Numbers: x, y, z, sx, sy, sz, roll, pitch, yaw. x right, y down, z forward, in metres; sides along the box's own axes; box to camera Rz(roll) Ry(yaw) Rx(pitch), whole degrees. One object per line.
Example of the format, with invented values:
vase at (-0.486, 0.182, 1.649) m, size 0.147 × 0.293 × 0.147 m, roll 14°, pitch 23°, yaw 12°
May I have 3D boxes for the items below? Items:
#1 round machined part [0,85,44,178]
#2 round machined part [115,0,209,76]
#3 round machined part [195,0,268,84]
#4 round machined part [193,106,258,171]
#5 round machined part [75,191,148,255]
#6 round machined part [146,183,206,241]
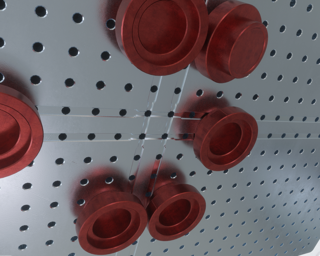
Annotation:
round machined part at (-0.170, 0.000, 0.307) m, size 0.099 × 0.042 × 0.097 m, roll -14°, pitch 124°, yaw -21°
round machined part at (-0.001, -0.109, 0.332) m, size 0.099 × 0.042 × 0.097 m, roll -14°, pitch 124°, yaw -21°
round machined part at (0.092, -0.099, 0.374) m, size 0.099 × 0.042 × 0.097 m, roll -26°, pitch 135°, yaw -29°
round machined part at (0.091, 0.012, 0.456) m, size 0.099 × 0.042 × 0.097 m, roll -14°, pitch 124°, yaw -21°
round machined part at (-0.070, 0.129, 0.441) m, size 0.099 × 0.042 × 0.097 m, roll -14°, pitch 124°, yaw -21°
round machined part at (0.019, 0.126, 0.488) m, size 0.099 × 0.042 × 0.097 m, roll -14°, pitch 124°, yaw -21°
